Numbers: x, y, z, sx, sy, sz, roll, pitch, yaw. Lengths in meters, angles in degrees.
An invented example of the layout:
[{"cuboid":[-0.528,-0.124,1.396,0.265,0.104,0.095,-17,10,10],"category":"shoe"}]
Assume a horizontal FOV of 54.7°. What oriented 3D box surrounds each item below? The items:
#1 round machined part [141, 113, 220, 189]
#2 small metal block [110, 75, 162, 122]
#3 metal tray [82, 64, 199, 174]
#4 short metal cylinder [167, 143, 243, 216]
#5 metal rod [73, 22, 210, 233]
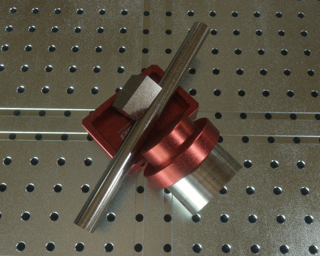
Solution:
[{"cuboid":[0.017,0.020,0.355,0.098,0.098,0.042,-44,98,-15],"category":"round machined part"},{"cuboid":[-0.031,-0.039,0.389,0.025,0.050,0.050,39,82,-27],"category":"small metal block"},{"cuboid":[-0.024,-0.013,0.413,0.130,0.030,0.090,-41,76,-14],"category":"metal tray"},{"cuboid":[0.049,0.056,0.361,0.080,0.080,0.050,-42,76,-14],"category":"short metal cylinder"},{"cuboid":[-0.013,-0.015,0.385,0.025,0.025,0.300,27,72,9],"category":"metal rod"}]
